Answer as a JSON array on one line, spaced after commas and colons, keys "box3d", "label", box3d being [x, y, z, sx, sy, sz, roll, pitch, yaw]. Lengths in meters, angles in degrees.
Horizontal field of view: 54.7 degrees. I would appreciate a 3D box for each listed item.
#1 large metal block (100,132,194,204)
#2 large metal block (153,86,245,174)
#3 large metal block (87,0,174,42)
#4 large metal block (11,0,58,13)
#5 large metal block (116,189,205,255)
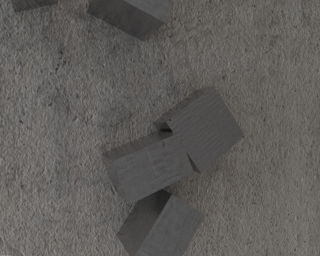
[{"box3d": [-0.019, 0.043, 0.373, 0.081, 0.080, 0.050, -22, 98, -19], "label": "large metal block"}, {"box3d": [0.052, 0.001, 0.415, 0.080, 0.050, 0.080, -38, 102, -16], "label": "large metal block"}, {"box3d": [-0.034, -0.153, 0.367, 0.080, 0.080, 0.050, 23, 83, -19], "label": "large metal block"}, {"box3d": [-0.146, -0.180, 0.326, 0.050, 0.080, 0.080, -21, 97, -19], "label": "large metal block"}, {"box3d": [-0.002, 0.120, 0.379, 0.050, 0.080, 0.080, 36, 79, -17], "label": "large metal block"}]
